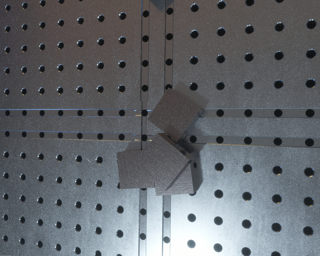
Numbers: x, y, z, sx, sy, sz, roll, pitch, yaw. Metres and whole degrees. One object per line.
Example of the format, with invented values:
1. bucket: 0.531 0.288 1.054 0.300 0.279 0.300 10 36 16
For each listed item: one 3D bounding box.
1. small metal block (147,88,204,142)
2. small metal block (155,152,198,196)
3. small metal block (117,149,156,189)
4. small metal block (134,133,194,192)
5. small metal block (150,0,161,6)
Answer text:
1. small metal block: 0.021 -0.017 0.405 0.050 0.025 0.050 37 102 15
2. small metal block: 0.020 0.060 0.405 0.050 0.025 0.050 -8 87 19
3. small metal block: -0.029 0.055 0.422 0.050 0.025 0.050 -6 88 20
4. small metal block: 0.005 0.041 0.383 0.050 0.025 0.050 40 102 15
5. small metal block: -0.007 -0.203 0.414 0.050 0.025 0.050 -40 78 15
